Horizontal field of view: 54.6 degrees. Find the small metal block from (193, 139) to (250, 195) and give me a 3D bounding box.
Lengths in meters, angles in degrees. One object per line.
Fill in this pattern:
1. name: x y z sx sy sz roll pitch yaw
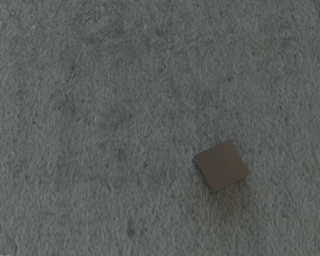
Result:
1. small metal block: 0.076 0.049 0.391 0.050 0.025 0.050 -24 72 -9
